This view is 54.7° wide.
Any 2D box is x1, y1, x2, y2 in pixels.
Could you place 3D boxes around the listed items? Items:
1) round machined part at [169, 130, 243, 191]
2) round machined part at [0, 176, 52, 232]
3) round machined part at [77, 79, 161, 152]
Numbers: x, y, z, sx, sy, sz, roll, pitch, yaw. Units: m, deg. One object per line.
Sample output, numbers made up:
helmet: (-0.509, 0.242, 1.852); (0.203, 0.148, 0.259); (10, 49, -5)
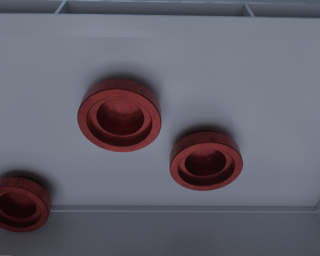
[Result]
round machined part: (0.062, 0.041, 0.433); (0.099, 0.042, 0.097); (0, 130, 0)
round machined part: (-0.219, 0.114, 0.486); (0.099, 0.042, 0.097); (-1, 121, -1)
round machined part: (-0.048, -0.019, 0.381); (0.099, 0.042, 0.097); (0, 130, 0)
